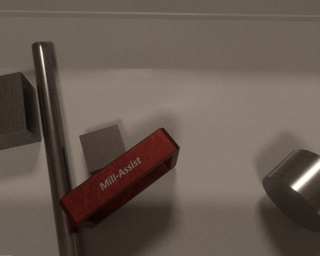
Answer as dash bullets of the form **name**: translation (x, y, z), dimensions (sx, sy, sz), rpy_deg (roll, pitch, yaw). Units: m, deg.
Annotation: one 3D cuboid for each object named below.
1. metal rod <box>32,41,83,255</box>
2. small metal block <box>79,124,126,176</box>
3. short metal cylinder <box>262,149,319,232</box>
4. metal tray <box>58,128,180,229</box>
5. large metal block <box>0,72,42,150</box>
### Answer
- **metal rod**: translation (-0.136, 0.018, 0.401), dimensions (0.025, 0.025, 0.299), rpy_deg (-13, 71, -5)
- **small metal block**: translation (-0.071, 0.029, 0.398), dimensions (0.050, 0.025, 0.050), rpy_deg (-17, 71, -7)
- **short metal cylinder**: translation (0.167, 0.071, 0.357), dimensions (0.050, 0.080, 0.080), rpy_deg (-39, 75, -13)
- **metal tray**: translation (-0.040, 0.060, 0.352), dimensions (0.131, 0.090, 0.030), rpy_deg (-35, 74, -12)
- **large metal block**: translation (-0.207, -0.018, 0.400), dimensions (0.081, 0.050, 0.080), rpy_deg (-13, 71, -5)
